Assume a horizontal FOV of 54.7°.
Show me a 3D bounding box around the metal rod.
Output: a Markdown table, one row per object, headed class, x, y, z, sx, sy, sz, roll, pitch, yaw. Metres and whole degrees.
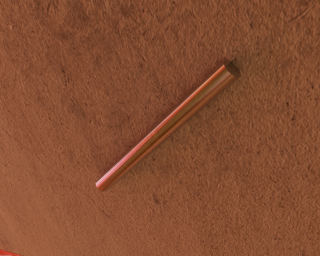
| class | x | y | z | sx | sy | sz | roll | pitch | yaw |
| --- | --- | --- | --- | --- | --- | --- | --- | --- | --- |
| metal rod | -0.009 | 0.015 | 0.422 | 0.025 | 0.025 | 0.299 | 45 | 129 | -3 |
